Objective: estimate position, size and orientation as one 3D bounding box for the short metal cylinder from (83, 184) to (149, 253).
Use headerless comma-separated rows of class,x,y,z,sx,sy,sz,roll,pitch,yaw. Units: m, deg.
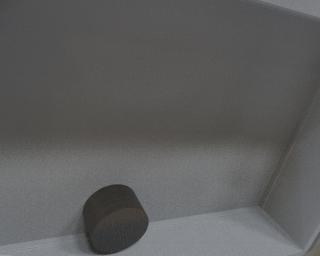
short metal cylinder,-0.063,0.127,0.437,0.081,0.050,0.079,-14,124,-21
